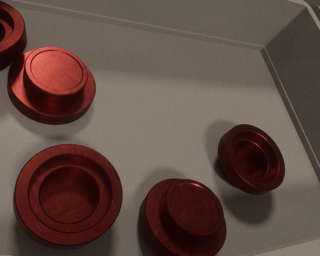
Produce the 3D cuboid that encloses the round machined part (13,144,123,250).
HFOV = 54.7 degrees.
[{"bbox_3d":[-0.091,0.068,0.305,0.099,0.042,0.098,14,56,-21],"label":"round machined part"}]

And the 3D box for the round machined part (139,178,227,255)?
[{"bbox_3d":[0.030,0.096,0.340,0.099,0.042,0.098,16,41,-15],"label":"round machined part"}]

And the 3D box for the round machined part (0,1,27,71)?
[{"bbox_3d":[-0.199,-0.097,0.339,0.099,0.042,0.098,8,55,-11],"label":"round machined part"}]

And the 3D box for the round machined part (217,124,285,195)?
[{"bbox_3d":[0.122,0.047,0.434,0.099,0.042,0.098,14,56,-21],"label":"round machined part"}]

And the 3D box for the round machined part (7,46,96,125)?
[{"bbox_3d":[-0.124,-0.056,0.363,0.099,0.042,0.098,14,56,-21],"label":"round machined part"}]
